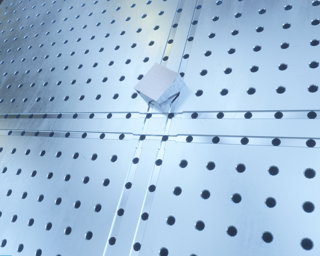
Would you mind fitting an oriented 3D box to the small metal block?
[{"bbox_3d":[0.000,-0.060,0.444,0.050,0.025,0.050,34,80,38],"label":"small metal block"}]
